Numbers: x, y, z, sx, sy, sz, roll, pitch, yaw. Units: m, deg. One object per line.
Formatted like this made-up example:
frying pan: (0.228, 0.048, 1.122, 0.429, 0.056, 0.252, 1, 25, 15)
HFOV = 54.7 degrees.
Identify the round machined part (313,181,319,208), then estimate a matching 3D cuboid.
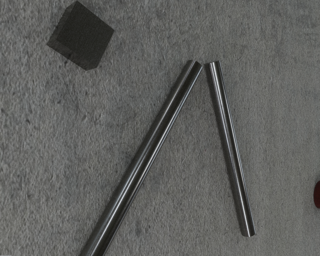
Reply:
round machined part: (0.401, 0.161, 0.736, 0.099, 0.042, 0.097, 0, 90, -40)

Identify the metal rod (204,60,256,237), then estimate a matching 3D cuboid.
metal rod: (0.117, 0.040, 0.505, 0.025, 0.025, 0.298, -24, 105, -38)

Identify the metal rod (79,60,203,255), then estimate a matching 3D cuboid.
metal rod: (-0.016, 0.033, 0.392, 0.025, 0.025, 0.300, 43, 64, -32)

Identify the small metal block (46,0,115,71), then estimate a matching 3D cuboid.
small metal block: (-0.085, -0.098, 0.335, 0.050, 0.025, 0.050, 33, 70, -36)
